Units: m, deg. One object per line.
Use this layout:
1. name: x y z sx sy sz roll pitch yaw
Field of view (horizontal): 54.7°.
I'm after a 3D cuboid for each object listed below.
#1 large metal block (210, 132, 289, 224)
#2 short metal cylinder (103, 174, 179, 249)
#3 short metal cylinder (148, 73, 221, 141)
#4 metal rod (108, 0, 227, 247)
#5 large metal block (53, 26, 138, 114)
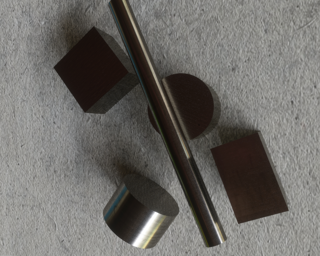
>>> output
1. large metal block: 0.101 0.050 0.344 0.050 0.080 0.080 -22 83 19
2. short metal cylinder: -0.023 0.102 0.388 0.080 0.080 0.050 36 102 16
3. short metal cylinder: 0.031 -0.024 0.385 0.080 0.050 0.080 0 90 20
4. metal rod: 0.005 -0.014 0.353 0.025 0.025 0.299 -25 82 18
5. large metal block: -0.083 -0.076 0.425 0.080 0.050 0.080 -40 78 15
